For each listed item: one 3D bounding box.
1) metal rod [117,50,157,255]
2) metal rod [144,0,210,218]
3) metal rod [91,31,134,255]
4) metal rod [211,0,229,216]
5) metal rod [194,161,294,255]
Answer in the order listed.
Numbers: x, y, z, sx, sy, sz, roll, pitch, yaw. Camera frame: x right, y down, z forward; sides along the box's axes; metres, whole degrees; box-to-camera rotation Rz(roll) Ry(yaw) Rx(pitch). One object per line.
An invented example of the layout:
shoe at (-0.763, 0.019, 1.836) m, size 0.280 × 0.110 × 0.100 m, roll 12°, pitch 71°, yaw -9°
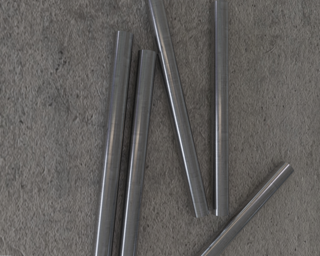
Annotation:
metal rod at (-0.031, 0.050, 0.397) m, size 0.025 × 0.025 × 0.298 m, roll 6°, pitch 88°, yaw -20°
metal rod at (0.024, -0.026, 0.417) m, size 0.025 × 0.025 × 0.298 m, roll -14°, pitch 95°, yaw -19°
metal rod at (-0.060, 0.030, 0.386) m, size 0.025 × 0.025 × 0.298 m, roll 6°, pitch 88°, yaw -20°
metal rod at (0.085, -0.027, 0.440) m, size 0.025 × 0.025 × 0.298 m, roll 0°, pitch 90°, yaw -20°
metal rod at (0.089, 0.158, 0.441) m, size 0.301 × 0.025 × 0.025 m, roll -42°, pitch 103°, yaw -15°
